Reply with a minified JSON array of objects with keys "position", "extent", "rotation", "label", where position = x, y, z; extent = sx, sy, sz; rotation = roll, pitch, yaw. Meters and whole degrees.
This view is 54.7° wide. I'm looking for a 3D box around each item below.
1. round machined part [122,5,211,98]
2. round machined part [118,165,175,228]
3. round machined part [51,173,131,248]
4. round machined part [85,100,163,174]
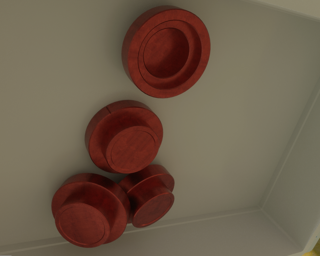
[{"position":[0.004,-0.086,0.346],"extent":[0.099,0.042,0.097],"rotation":[-14,124,-21],"label":"round machined part"},{"position":[-0.019,0.101,0.435],"extent":[0.099,0.042,0.097],"rotation":[-25,141,-23],"label":"round machined part"},{"position":[-0.089,0.109,0.385],"extent":[0.098,0.042,0.097],"rotation":[3,114,8],"label":"round machined part"},{"position":[-0.040,0.018,0.387],"extent":[0.099,0.042,0.097],"rotation":[-14,124,-21],"label":"round machined part"}]
